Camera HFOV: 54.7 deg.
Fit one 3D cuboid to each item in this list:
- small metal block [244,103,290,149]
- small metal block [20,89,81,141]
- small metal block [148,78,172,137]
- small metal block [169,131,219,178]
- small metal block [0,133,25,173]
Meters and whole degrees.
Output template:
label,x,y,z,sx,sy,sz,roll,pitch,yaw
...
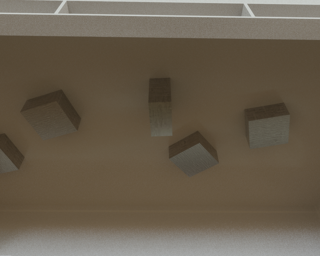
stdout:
label,x,y,z,sx,sy,sz,roll,pitch,yaw
small metal block,0.140,-0.002,0.408,0.050,0.025,0.050,-10,130,8
small metal block,-0.137,-0.016,0.394,0.050,0.025,0.050,-15,129,12
small metal block,0.001,-0.025,0.371,0.025,0.050,0.050,-2,130,2
small metal block,0.048,0.038,0.442,0.050,0.025,0.050,-31,124,23
small metal block,-0.232,0.039,0.440,0.050,0.025,0.050,-13,129,10
